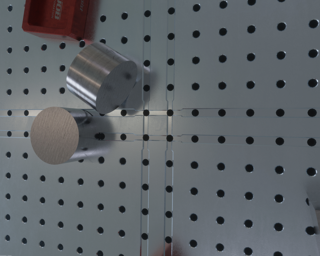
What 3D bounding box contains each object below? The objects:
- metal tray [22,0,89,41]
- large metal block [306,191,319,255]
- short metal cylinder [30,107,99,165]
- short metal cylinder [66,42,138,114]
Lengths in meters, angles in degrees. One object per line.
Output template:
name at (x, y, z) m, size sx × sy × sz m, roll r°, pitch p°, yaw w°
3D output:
metal tray at (-0.152, -0.202, 0.463) m, size 0.090 × 0.030 × 0.129 m, roll 11°, pitch 94°, yaw 19°
large metal block at (0.189, 0.111, 0.317) m, size 0.050 × 0.080 × 0.080 m, roll -11°, pitch 86°, yaw 20°
short metal cylinder at (-0.137, 0.010, 0.447) m, size 0.080 × 0.050 × 0.079 m, roll 0°, pitch 90°, yaw 20°
short metal cylinder at (-0.075, -0.065, 0.410) m, size 0.050 × 0.080 × 0.080 m, roll 34°, pitch 101°, yaw 16°
